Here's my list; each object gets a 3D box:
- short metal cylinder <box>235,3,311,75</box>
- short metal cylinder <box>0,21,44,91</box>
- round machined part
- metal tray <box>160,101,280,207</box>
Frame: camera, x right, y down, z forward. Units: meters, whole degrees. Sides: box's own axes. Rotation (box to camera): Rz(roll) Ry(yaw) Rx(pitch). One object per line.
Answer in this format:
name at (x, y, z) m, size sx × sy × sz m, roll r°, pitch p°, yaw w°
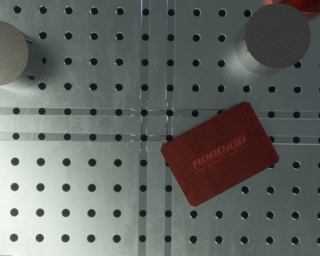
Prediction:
short metal cylinder at (0.144, -0.112, 0.402) m, size 0.081 × 0.050 × 0.080 m, roll 0°, pitch 90°, yaw 0°
short metal cylinder at (-0.199, -0.090, 0.399) m, size 0.081 × 0.050 × 0.080 m, roll 0°, pitch 90°, yaw 0°
round machined part at (0.197, -0.199, 0.406) m, size 0.099 × 0.042 × 0.097 m, roll 0°, pitch 90°, yaw 0°
metal tray at (0.077, 0.033, 0.411) m, size 0.130 × 0.030 × 0.090 m, roll -29°, pitch 90°, yaw 0°
